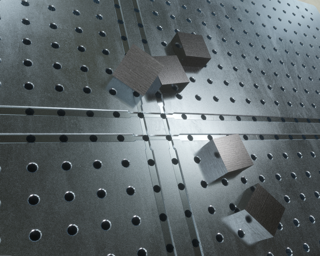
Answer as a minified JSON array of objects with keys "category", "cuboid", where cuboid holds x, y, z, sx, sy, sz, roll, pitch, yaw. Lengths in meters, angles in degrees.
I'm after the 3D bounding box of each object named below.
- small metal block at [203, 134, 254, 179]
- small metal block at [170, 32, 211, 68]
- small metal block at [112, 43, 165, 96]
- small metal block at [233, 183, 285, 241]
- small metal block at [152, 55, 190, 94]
[{"category":"small metal block","cuboid":[0.097,0.039,0.439,0.050,0.025,0.050,-9,66,-32]},{"category":"small metal block","cuboid":[0.051,-0.130,0.517,0.050,0.025,0.050,-2,63,-30]},{"category":"small metal block","cuboid":[-0.029,-0.079,0.424,0.050,0.050,0.025,34,10,-6]},{"category":"small metal block","cuboid":[0.133,0.111,0.414,0.050,0.025,0.050,43,51,1]},{"category":"small metal block","cuboid":[0.009,-0.080,0.464,0.050,0.025,0.050,-11,68,-33]}]
